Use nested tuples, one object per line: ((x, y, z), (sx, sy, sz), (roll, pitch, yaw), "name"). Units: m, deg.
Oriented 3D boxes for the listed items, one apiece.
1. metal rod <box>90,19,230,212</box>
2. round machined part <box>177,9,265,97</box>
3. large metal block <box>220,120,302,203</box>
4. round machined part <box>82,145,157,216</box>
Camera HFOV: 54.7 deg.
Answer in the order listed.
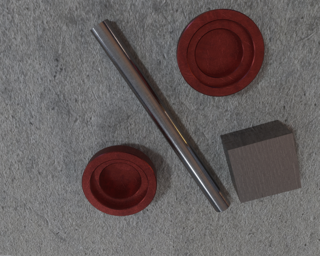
((0.010, -0.004, 0.408), (0.025, 0.025, 0.299), (-31, 107, 11), "metal rod")
((0.069, -0.090, 0.368), (0.099, 0.042, 0.097), (0, 110, 0), "round machined part")
((0.133, 0.044, 0.414), (0.080, 0.050, 0.080), (-16, 110, 5), "large metal block")
((-0.053, 0.068, 0.425), (0.099, 0.042, 0.097), (0, 110, 0), "round machined part")
